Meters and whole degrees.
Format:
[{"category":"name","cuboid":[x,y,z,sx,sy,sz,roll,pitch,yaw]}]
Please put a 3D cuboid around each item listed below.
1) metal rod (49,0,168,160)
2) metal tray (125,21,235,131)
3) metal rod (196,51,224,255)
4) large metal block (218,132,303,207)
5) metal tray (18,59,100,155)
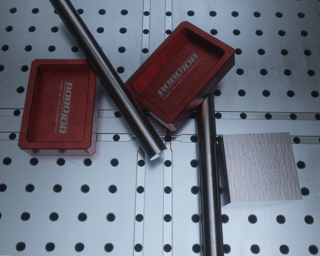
[{"category":"metal rod","cuboid":[-0.081,-0.089,0.411,0.025,0.025,0.299,-31,76,-11]},{"category":"metal tray","cuboid":[0.026,-0.072,0.416,0.090,0.030,0.130,39,83,23]},{"category":"metal rod","cuboid":[0.062,0.036,0.399,0.025,0.025,0.299,0,70,0]},{"category":"large metal block","cuboid":[0.117,0.052,0.381,0.081,0.050,0.080,-2,70,-1]},{"category":"metal tray","cuboid":[-0.131,-0.030,0.418,0.091,0.030,0.130,0,70,-1]}]
